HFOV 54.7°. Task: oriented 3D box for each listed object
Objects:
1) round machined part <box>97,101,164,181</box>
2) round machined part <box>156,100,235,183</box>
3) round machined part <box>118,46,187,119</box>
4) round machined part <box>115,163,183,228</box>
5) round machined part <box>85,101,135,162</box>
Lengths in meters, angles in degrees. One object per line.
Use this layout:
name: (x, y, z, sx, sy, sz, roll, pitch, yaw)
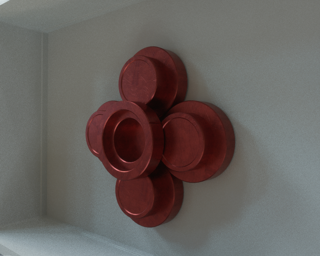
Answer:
round machined part: (-0.032, 0.015, 0.392, 0.098, 0.042, 0.097, 0, 90, 40)
round machined part: (0.034, 0.016, 0.365, 0.098, 0.042, 0.097, 0, 90, 40)
round machined part: (-0.016, -0.058, 0.405, 0.098, 0.042, 0.097, 0, 90, 40)
round machined part: (-0.021, 0.082, 0.411, 0.098, 0.042, 0.097, -2, 87, 39)
round machined part: (-0.071, 0.009, 0.452, 0.098, 0.042, 0.097, 0, 90, 40)
